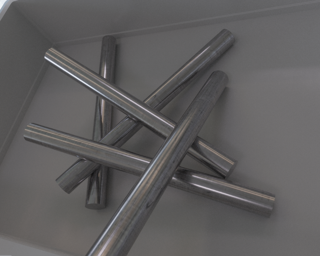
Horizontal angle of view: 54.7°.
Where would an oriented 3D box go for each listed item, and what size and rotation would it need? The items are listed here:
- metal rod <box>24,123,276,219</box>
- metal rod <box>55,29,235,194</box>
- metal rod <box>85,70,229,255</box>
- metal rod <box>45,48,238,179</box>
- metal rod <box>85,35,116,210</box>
[{"bbox_3d":[-0.028,0.041,0.351,0.301,0.025,0.025,14,69,19],"label":"metal rod"},{"bbox_3d":[-0.013,-0.028,0.410,0.301,0.025,0.025,-43,51,-9],"label":"metal rod"},{"bbox_3d":[0.013,0.023,0.303,0.025,0.025,0.301,3,37,30],"label":"metal rod"},{"bbox_3d":[-0.040,-0.030,0.388,0.300,0.025,0.025,33,80,23],"label":"metal rod"},{"bbox_3d":[-0.085,-0.028,0.467,0.025,0.025,0.299,-15,55,20],"label":"metal rod"}]
